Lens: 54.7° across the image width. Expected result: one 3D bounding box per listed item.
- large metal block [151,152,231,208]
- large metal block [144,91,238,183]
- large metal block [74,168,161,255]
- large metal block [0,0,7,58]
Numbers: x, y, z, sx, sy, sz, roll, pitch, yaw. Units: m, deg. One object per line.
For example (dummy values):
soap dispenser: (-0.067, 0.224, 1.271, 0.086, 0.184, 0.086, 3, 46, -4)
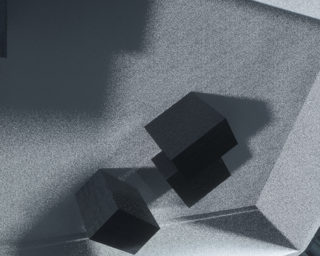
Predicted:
large metal block: (0.047, 0.058, 0.456, 0.080, 0.050, 0.080, -37, 130, -4)
large metal block: (0.038, 0.009, 0.402, 0.080, 0.080, 0.050, -37, 130, -4)
large metal block: (-0.058, 0.111, 0.412, 0.050, 0.080, 0.080, -47, 130, 4)
large metal block: (-0.143, -0.105, 0.230, 0.050, 0.080, 0.079, -1, 119, -28)
